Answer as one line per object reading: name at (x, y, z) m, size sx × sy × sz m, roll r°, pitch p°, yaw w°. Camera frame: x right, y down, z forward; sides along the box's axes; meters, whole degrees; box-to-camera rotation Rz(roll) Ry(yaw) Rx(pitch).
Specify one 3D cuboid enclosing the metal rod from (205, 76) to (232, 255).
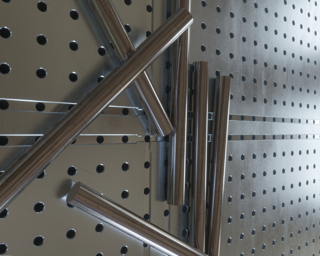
metal rod at (0.088, 0.068, 0.481) m, size 0.025 × 0.025 × 0.299 m, roll 8°, pitch 85°, yaw -40°

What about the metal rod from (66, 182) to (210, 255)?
metal rod at (0.014, 0.151, 0.397) m, size 0.301 × 0.025 × 0.025 m, roll 38°, pitch 67°, yaw -26°

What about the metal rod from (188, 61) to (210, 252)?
metal rod at (0.056, 0.053, 0.455) m, size 0.025 × 0.025 × 0.298 m, roll 3°, pitch 88°, yaw -40°

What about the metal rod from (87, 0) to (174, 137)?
metal rod at (-0.056, -0.120, 0.360) m, size 0.025 × 0.025 × 0.299 m, roll -41°, pitch 115°, yaw -32°

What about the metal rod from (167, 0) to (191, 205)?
metal rod at (0.026, -0.046, 0.429) m, size 0.025 × 0.025 × 0.298 m, roll 3°, pitch 88°, yaw -40°

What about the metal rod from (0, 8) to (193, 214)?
metal rod at (-0.062, -0.034, 0.332) m, size 0.301 × 0.025 × 0.025 m, roll -48°, pitch 119°, yaw -21°
